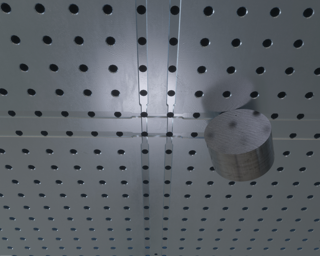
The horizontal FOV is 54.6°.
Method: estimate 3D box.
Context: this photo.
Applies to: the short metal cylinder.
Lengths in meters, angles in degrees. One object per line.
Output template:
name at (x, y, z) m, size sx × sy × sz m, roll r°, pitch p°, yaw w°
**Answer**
short metal cylinder at (0.101, 0.021, 0.394) m, size 0.080 × 0.080 × 0.050 m, roll -14°, pitch 129°, yaw 11°
